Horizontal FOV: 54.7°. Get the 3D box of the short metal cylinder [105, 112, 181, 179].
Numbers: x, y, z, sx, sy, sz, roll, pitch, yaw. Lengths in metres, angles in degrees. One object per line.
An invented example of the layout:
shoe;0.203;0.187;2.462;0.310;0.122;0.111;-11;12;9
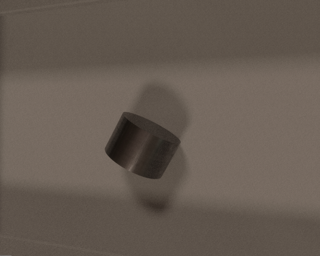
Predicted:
short metal cylinder;-0.021;0.021;0.388;0.080;0.080;0.050;31;100;17
